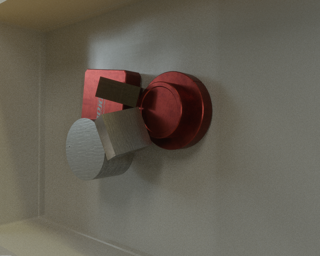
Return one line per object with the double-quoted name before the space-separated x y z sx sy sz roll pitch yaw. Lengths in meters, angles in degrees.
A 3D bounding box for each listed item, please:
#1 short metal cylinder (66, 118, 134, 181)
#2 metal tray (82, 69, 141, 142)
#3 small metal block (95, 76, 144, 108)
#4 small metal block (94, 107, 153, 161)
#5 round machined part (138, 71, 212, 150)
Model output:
"short metal cylinder" -0.081 0.027 0.413 0.080 0.050 0.079 0 90 39
"metal tray" -0.076 -0.020 0.459 0.090 0.030 0.129 10 96 39
"small metal block" -0.049 -0.045 0.393 0.050 0.050 0.025 16 96 1
"small metal block" -0.044 0.006 0.372 0.025 0.050 0.050 -33 76 55
"round machined part" 0.011 -0.022 0.382 0.098 0.042 0.097 0 90 39
